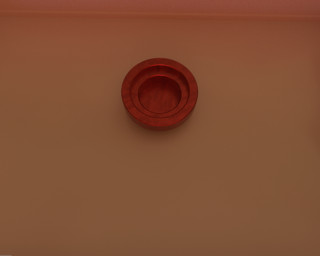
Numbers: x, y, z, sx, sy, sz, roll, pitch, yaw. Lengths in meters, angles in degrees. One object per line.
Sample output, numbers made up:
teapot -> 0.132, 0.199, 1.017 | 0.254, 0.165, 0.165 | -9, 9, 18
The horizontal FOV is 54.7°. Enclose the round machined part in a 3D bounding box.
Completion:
round machined part -> -0.001, -0.041, 0.416 | 0.099, 0.042, 0.098 | 0, 70, -1
